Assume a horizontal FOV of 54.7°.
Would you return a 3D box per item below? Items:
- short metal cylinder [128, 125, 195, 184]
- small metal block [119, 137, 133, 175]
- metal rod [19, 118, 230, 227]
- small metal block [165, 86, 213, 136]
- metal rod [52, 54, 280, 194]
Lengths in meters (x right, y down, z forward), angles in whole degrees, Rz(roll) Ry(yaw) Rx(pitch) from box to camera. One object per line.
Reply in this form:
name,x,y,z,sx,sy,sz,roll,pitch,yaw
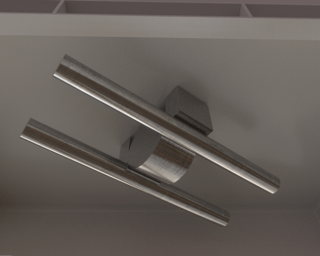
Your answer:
short metal cylinder,0.002,0.025,0.392,0.050,0.080,0.080,30,124,-23
small metal block,-0.029,0.048,0.431,0.050,0.050,0.025,30,124,-23
metal rod,-0.027,0.067,0.400,0.301,0.025,0.025,29,124,-23
small metal block,0.034,-0.017,0.376,0.050,0.050,0.025,30,124,-23
metal rod,0.027,0.008,0.349,0.301,0.025,0.025,29,124,-23
